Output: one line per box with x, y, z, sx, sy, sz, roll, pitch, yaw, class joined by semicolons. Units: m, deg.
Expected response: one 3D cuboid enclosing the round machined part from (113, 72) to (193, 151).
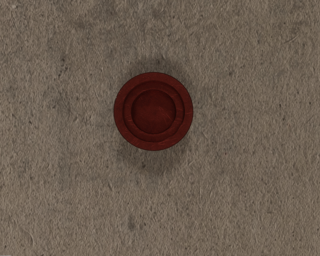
-0.008;-0.021;0.401;0.099;0.042;0.097;0;90;-1;round machined part
